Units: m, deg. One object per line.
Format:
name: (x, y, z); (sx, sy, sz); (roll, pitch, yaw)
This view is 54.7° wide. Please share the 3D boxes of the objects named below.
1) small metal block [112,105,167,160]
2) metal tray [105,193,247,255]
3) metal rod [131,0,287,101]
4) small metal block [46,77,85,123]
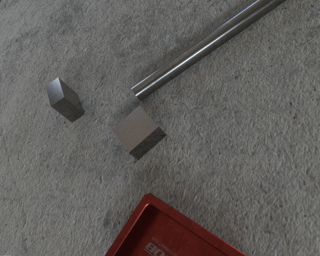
small metal block: (-0.028, 0.006, 0.414); (0.050, 0.025, 0.050); (-41, 51, -1)
metal tray: (0.014, 0.135, 0.309); (0.130, 0.030, 0.090); (25, 75, 36)
metal rod: (0.089, -0.133, 0.438); (0.300, 0.025, 0.025); (-34, 52, 5)
small metal block: (-0.150, -0.044, 0.492); (0.025, 0.050, 0.050); (-34, 52, 6)
